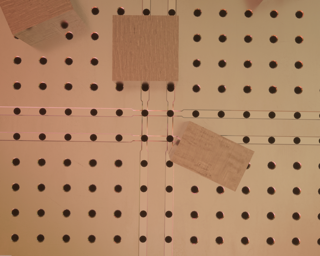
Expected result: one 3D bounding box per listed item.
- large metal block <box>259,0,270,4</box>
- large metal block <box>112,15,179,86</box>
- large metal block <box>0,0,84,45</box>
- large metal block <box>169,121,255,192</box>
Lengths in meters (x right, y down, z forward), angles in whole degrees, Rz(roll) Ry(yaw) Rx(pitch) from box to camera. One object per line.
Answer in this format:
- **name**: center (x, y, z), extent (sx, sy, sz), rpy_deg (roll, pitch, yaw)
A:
- **large metal block**: center (0.163, -0.222, 0.402), extent (0.080, 0.050, 0.080), rpy_deg (-19, 90, 0)
- **large metal block**: center (-0.017, -0.097, 0.401), extent (0.080, 0.050, 0.080), rpy_deg (0, 90, 0)
- **large metal block**: center (-0.157, -0.165, 0.400), extent (0.080, 0.050, 0.080), rpy_deg (-23, 90, 0)
- **large metal block**: center (0.059, 0.031, 0.386), extent (0.080, 0.080, 0.050), rpy_deg (25, 90, 0)
